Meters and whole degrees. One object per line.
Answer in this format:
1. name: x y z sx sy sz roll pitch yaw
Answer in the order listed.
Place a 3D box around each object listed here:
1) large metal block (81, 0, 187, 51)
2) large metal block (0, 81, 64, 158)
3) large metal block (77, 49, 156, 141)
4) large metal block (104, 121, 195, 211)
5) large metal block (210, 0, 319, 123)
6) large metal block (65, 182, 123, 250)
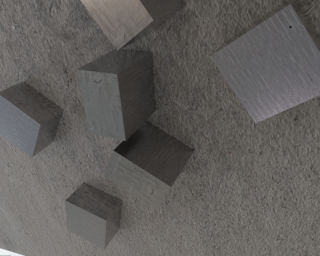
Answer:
1. large metal block: -0.030 -0.134 0.304 0.050 0.080 0.080 -28 103 37
2. large metal block: -0.211 -0.014 0.494 0.080 0.050 0.079 35 129 4
3. large metal block: -0.047 -0.043 0.369 0.050 0.080 0.079 11 123 22
4. large metal block: -0.013 0.046 0.406 0.080 0.080 0.050 32 129 7
5. large metal block: 0.109 -0.063 0.294 0.080 0.050 0.080 -29 103 37
6. large metal block: -0.117 0.155 0.548 0.080 0.050 0.079 21 126 15
